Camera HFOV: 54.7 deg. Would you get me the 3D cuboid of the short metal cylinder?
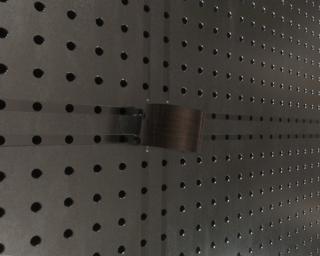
[{"bbox_3d":[0.015,0.003,0.388,0.081,0.080,0.050,13,82,-40],"label":"short metal cylinder"}]
